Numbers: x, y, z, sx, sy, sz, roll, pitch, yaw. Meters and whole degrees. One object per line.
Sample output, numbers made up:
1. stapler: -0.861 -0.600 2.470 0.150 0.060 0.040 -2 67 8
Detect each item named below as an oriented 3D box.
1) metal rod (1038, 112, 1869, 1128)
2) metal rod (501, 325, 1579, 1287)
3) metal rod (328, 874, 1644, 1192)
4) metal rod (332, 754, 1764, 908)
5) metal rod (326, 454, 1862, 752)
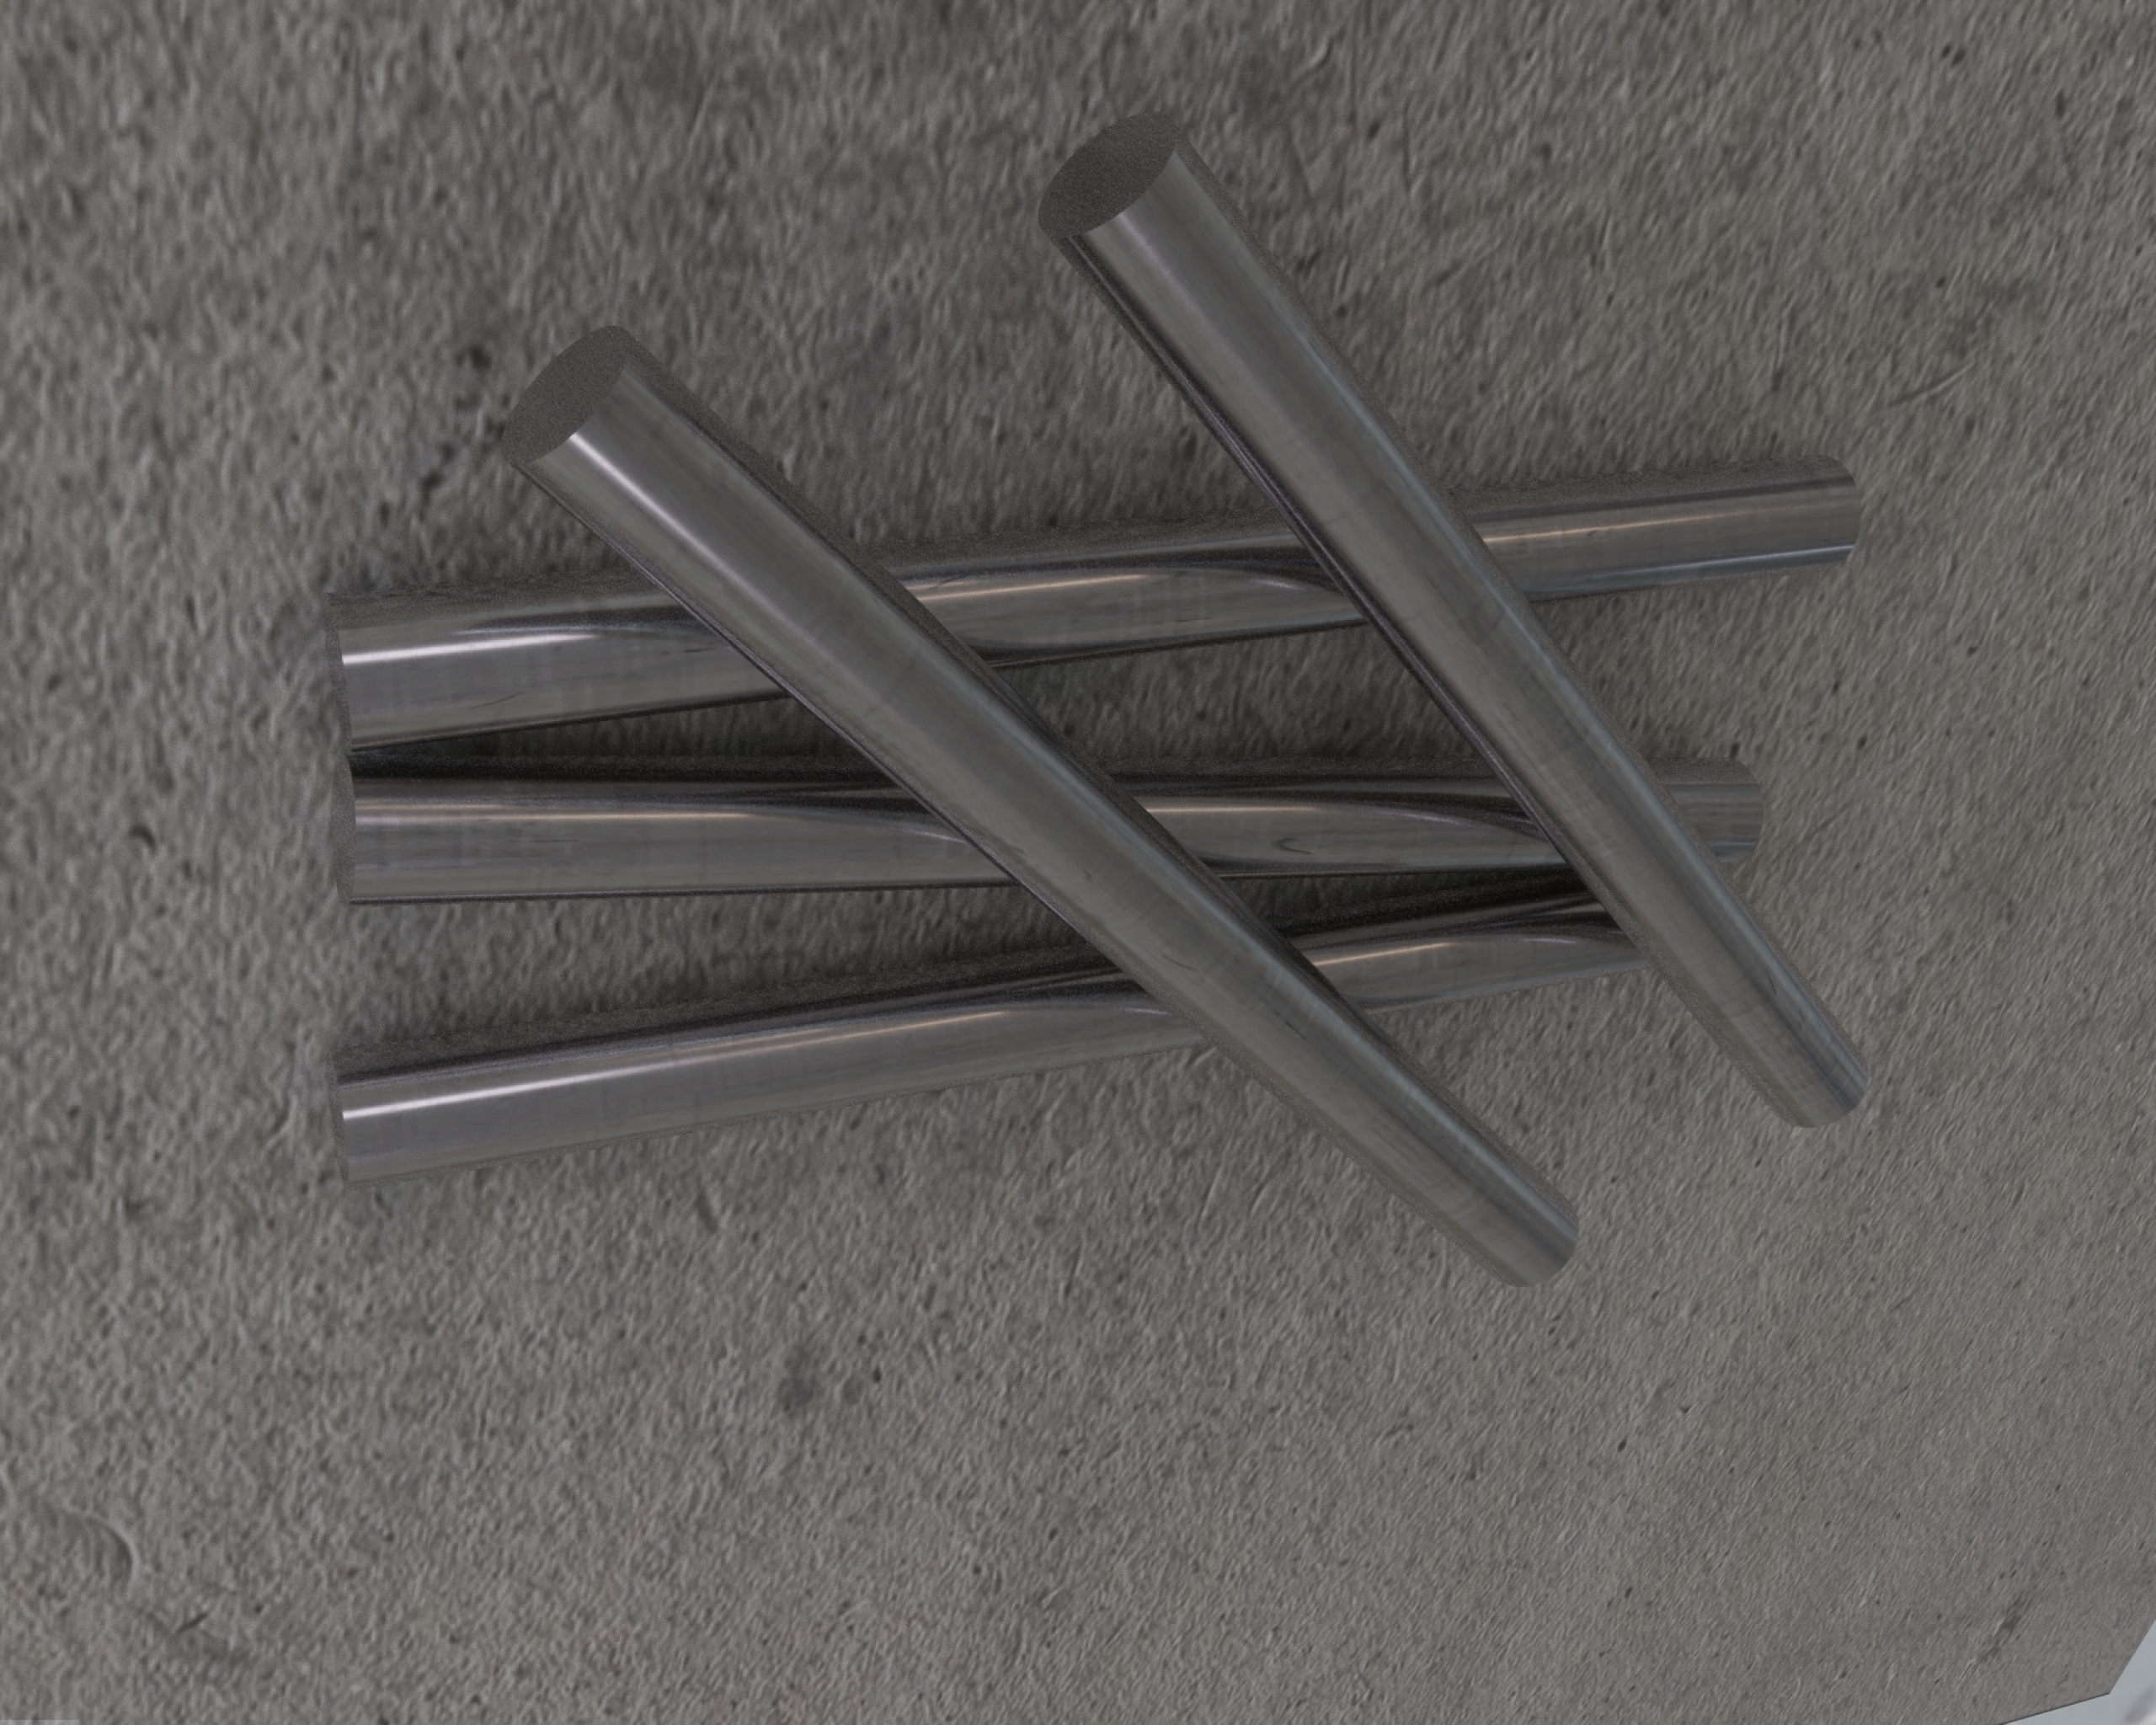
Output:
1. metal rod: 0.091 -0.025 0.406 0.025 0.025 0.300 -45 129 3
2. metal rod: 0.016 0.010 0.387 0.025 0.025 0.301 -46 129 4
3. metal rod: 0.007 0.028 0.427 0.303 0.025 0.025 -7 122 -25
4. metal rod: 0.015 -0.008 0.409 0.303 0.025 0.025 -1 119 -28
5. metal rod: 0.021 -0.052 0.385 0.303 0.025 0.025 -9 123 -24
